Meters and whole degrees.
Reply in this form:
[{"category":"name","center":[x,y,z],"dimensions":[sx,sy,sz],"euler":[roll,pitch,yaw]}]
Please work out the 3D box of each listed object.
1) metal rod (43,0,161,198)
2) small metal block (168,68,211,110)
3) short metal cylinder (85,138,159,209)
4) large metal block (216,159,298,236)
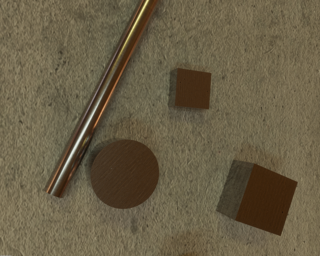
[{"category":"metal rod","center":[-0.063,-0.057,0.385],"dimensions":[0.025,0.025,0.299],"euler":[27,81,-18]},{"category":"small metal block","center":[0.041,-0.052,0.424],"dimensions":[0.050,0.025,0.050],"euler":[5,89,-20]},{"category":"short metal cylinder","center":[-0.047,0.053,0.379],"dimensions":[0.081,0.050,0.080],"euler":[0,90,-20]},{"category":"large metal block","center":[0.139,0.099,0.448],"dimensions":[0.080,0.050,0.080],"euler":[23,82,-19]}]
